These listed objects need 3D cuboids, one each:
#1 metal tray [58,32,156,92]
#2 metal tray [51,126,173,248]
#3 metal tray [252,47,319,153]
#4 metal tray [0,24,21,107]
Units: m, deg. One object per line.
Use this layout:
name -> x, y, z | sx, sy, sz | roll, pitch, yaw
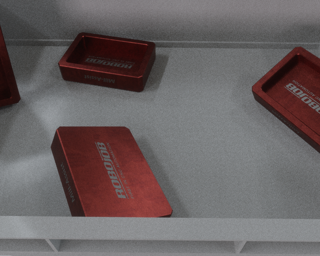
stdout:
metal tray -> -0.080, -0.106, 0.490 | 0.131, 0.030, 0.090 | 10, 51, 8
metal tray -> -0.055, 0.053, 0.332 | 0.091, 0.030, 0.130 | 0, 44, -36
metal tray -> 0.201, -0.039, 0.410 | 0.090, 0.030, 0.130 | -43, 58, 4
metal tray -> -0.243, -0.084, 0.395 | 0.091, 0.129, 0.030 | -18, 38, -26
